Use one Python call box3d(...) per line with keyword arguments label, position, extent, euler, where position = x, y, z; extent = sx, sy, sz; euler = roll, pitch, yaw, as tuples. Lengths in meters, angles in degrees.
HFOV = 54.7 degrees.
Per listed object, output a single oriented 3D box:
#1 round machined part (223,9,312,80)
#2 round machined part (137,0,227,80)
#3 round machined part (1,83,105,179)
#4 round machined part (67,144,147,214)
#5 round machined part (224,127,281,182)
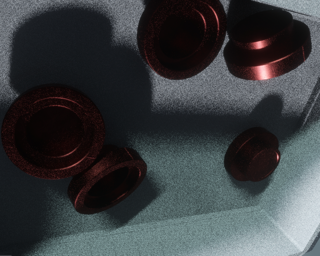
box3d(label="round machined part", position=(0.122, -0.103, 0.364), extent=(0.098, 0.098, 0.042), euler=(-34, 127, -6))
box3d(label="round machined part", position=(0.020, -0.106, 0.339), extent=(0.099, 0.042, 0.097), euler=(-16, 130, -20))
box3d(label="round machined part", position=(-0.111, 0.001, 0.328), extent=(0.099, 0.042, 0.097), euler=(-6, 108, -19))
box3d(label="round machined part", position=(-0.068, 0.058, 0.383), extent=(0.099, 0.042, 0.098), euler=(-29, 149, -20))
box3d(label="round machined part", position=(0.160, 0.050, 0.516), extent=(0.099, 0.042, 0.097), euler=(-14, 124, -21))
